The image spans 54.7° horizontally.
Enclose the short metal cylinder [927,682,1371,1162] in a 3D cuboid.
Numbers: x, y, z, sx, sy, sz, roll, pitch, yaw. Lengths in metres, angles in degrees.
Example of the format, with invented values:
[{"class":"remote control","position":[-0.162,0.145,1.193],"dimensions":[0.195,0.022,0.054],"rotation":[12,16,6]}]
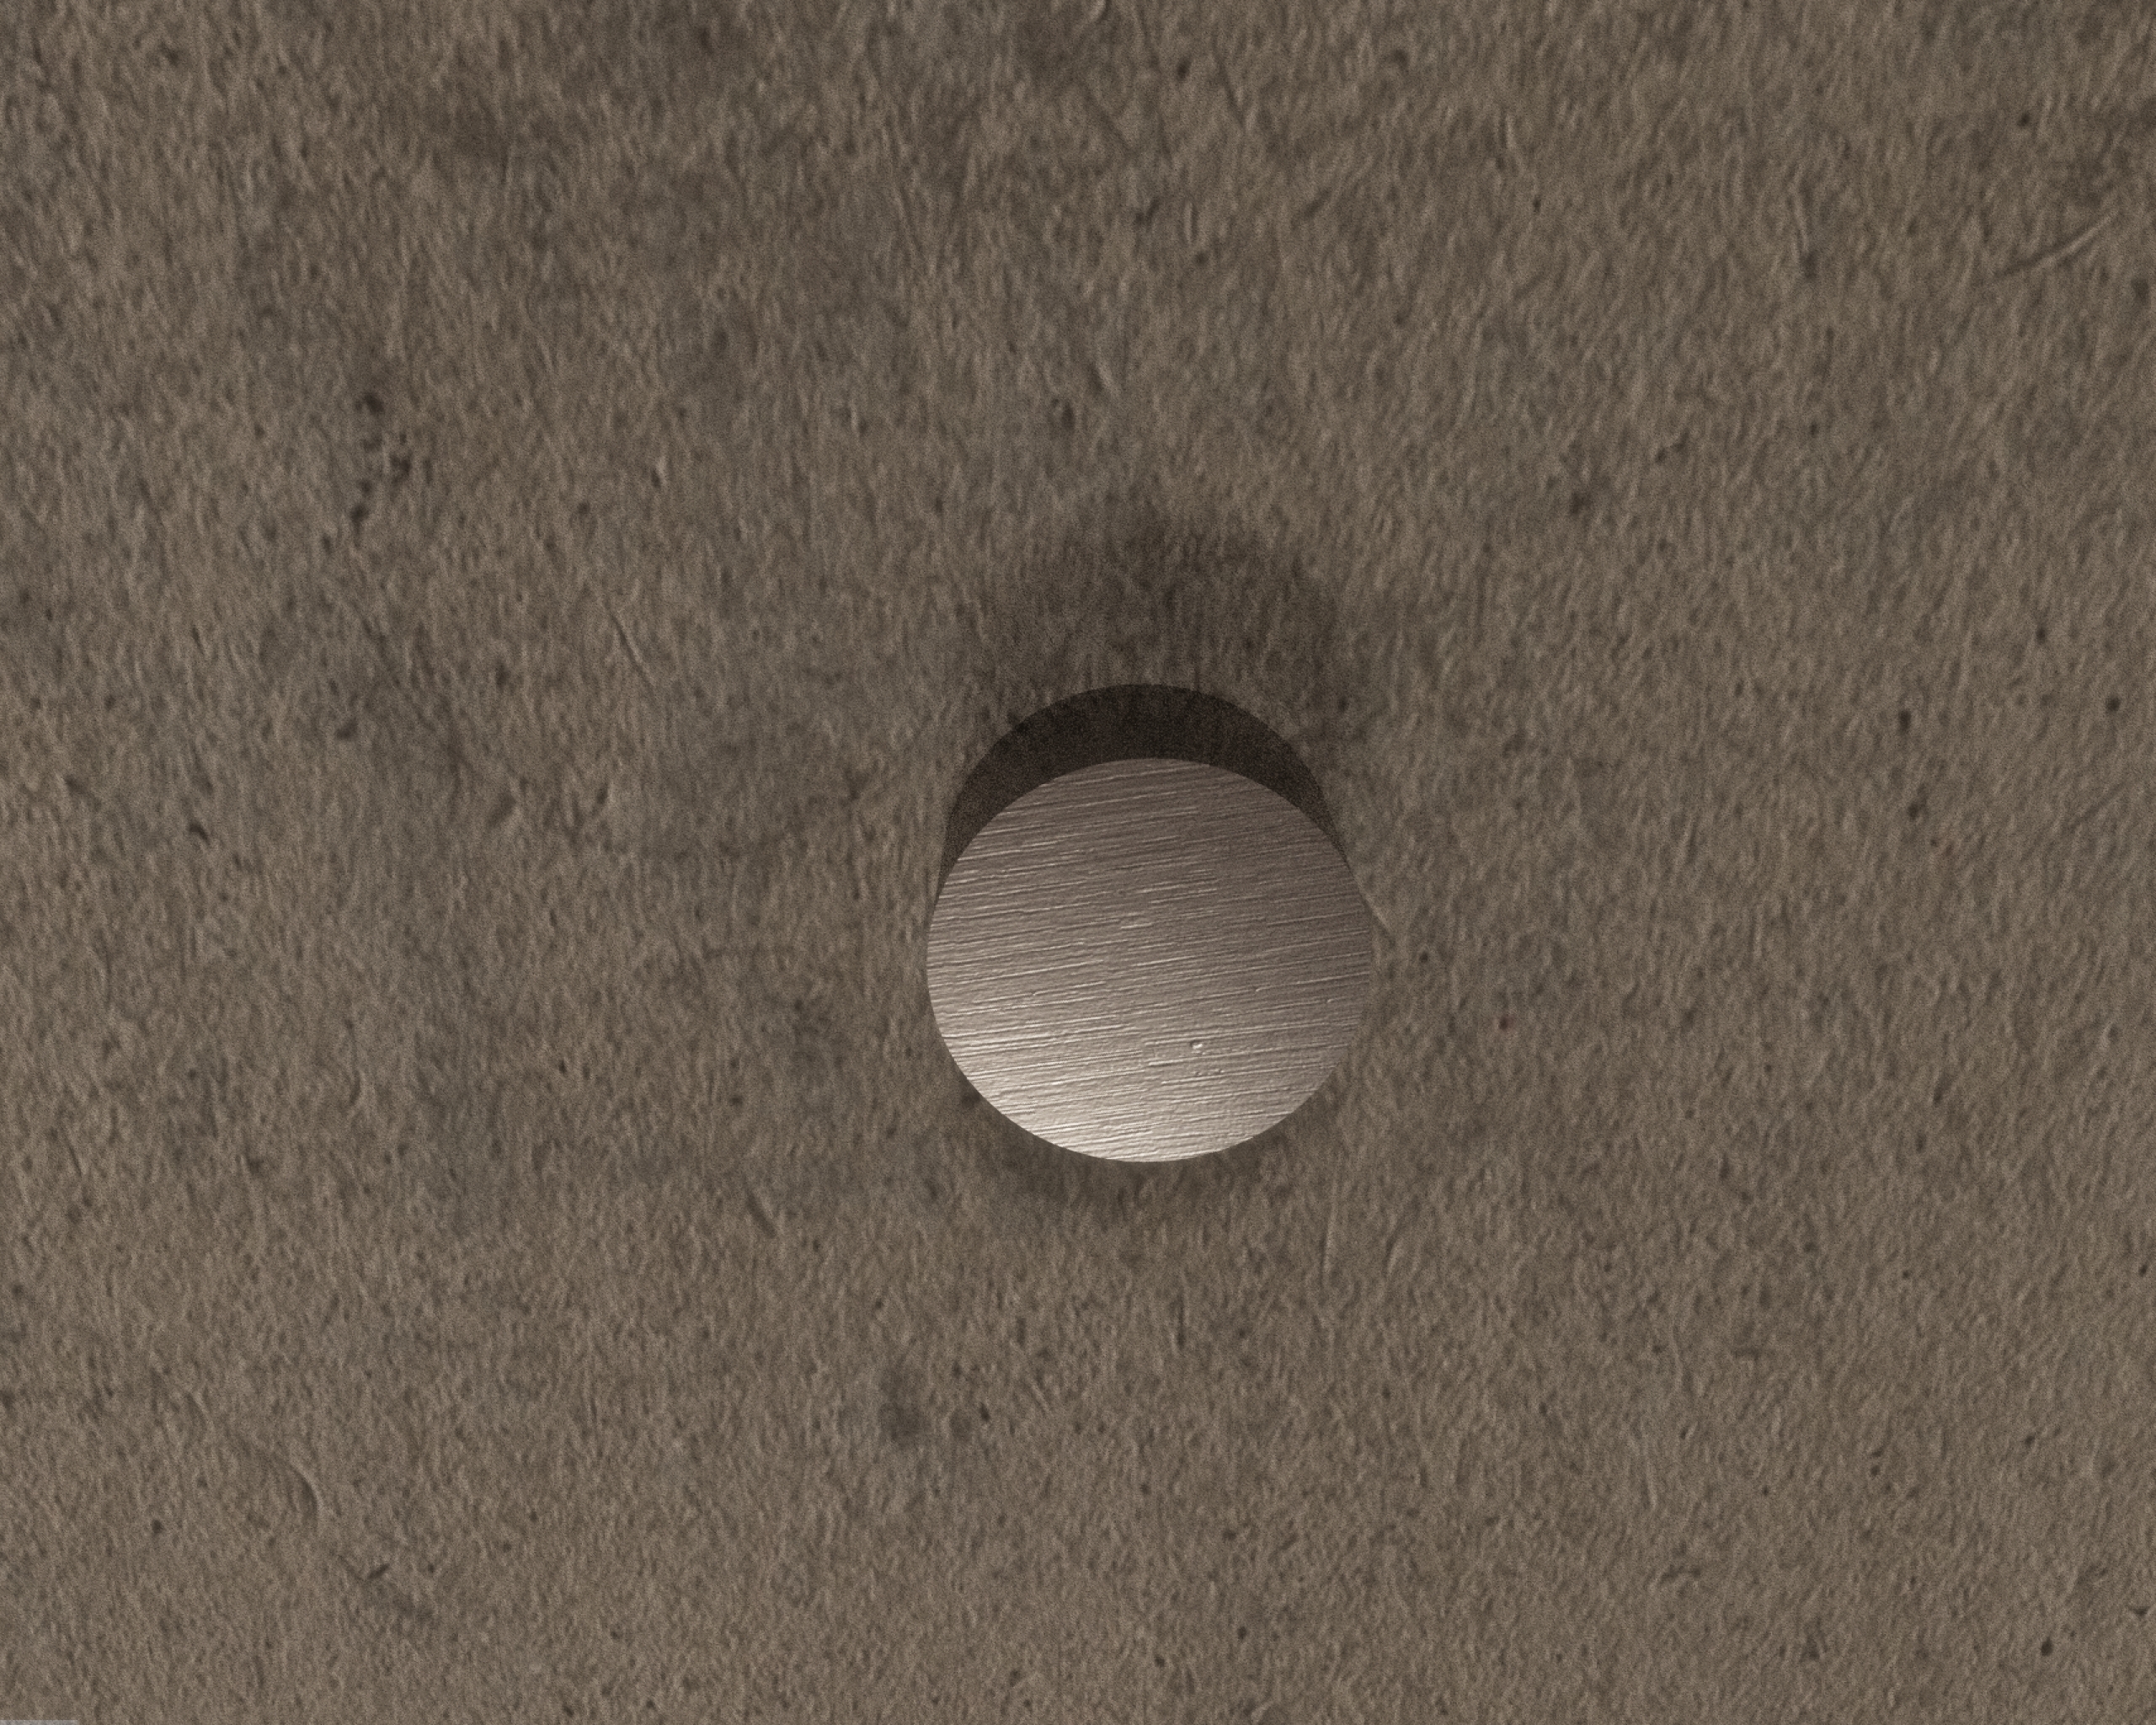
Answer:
[{"class":"short metal cylinder","position":[0.013,0.010,0.402],"dimensions":[0.081,0.050,0.079],"rotation":[0,110,-1]}]
